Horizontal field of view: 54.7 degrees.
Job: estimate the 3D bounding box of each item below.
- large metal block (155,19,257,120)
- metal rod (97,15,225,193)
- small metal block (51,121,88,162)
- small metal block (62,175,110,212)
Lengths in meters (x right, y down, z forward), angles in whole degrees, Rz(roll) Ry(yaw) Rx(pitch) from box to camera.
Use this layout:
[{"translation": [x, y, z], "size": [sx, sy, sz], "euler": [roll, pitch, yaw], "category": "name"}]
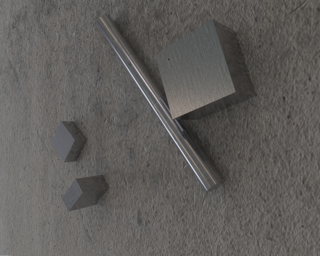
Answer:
[{"translation": [0.050, -0.060, 0.348], "size": [0.080, 0.050, 0.080], "euler": [-23, 75, 37], "category": "large metal block"}, {"translation": [-0.011, -0.048, 0.413], "size": [0.025, 0.025, 0.299], "euler": [-47, 62, 29], "category": "metal rod"}, {"translation": [-0.157, 0.023, 0.535], "size": [0.050, 0.025, 0.050], "euler": [46, 118, 30], "category": "small metal block"}, {"translation": [-0.116, 0.101, 0.485], "size": [0.050, 0.050, 0.025], "euler": [-51, 60, 28], "category": "small metal block"}]
